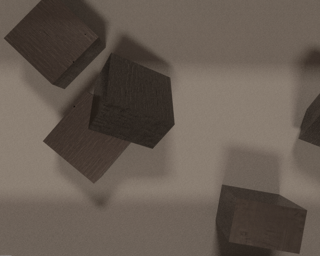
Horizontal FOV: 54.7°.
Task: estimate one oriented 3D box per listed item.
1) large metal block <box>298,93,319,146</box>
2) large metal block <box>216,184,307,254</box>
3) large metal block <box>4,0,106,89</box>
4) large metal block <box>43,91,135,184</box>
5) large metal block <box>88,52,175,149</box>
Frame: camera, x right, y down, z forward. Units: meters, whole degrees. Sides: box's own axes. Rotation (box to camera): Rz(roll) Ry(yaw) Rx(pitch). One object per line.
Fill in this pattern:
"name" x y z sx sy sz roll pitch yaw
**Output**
"large metal block" 0.228 -0.010 0.373 0.080 0.080 0.050 22 64 11
"large metal block" 0.121 0.109 0.386 0.080 0.080 0.050 10 90 -1
"large metal block" -0.131 -0.109 0.397 0.080 0.050 0.080 44 90 -1
"large metal block" -0.084 0.011 0.398 0.080 0.050 0.080 40 90 -1
"large metal block" -0.033 -0.031 0.365 0.081 0.080 0.050 19 134 -24
